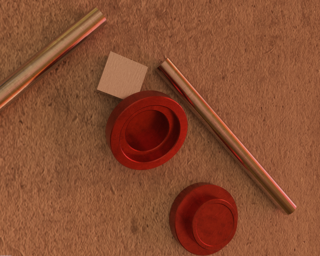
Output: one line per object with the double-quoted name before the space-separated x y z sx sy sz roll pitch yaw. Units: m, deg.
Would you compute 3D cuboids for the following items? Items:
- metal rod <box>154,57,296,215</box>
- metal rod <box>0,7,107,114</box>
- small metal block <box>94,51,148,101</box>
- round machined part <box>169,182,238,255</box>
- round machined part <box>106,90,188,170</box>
"metal rod" 0.102 0.020 0.446 0.300 0.025 0.025 47 76 -14
"metal rod" -0.176 -0.034 0.343 0.301 0.025 0.025 -46 104 -14
"small metal block" -0.049 -0.061 0.391 0.050 0.025 0.050 20 83 -19
"round machined part" 0.066 0.127 0.425 0.099 0.042 0.097 0 90 -20
"round machined part" -0.019 -0.001 0.380 0.099 0.042 0.097 -12 120 -21
